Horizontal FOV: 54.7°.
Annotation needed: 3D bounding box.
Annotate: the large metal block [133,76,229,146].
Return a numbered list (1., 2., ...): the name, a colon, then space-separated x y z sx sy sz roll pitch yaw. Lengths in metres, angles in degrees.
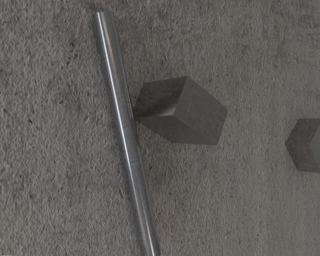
1. large metal block: 0.024 -0.019 0.389 0.080 0.080 0.050 32 70 -36

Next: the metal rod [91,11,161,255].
1. metal rod: -0.038 0.016 0.372 0.025 0.025 0.298 -18 101 -39

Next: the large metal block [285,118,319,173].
1. large metal block: 0.316 0.036 0.653 0.080 0.050 0.080 -48 119 -29
